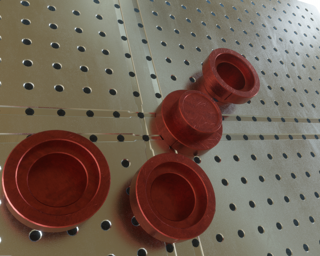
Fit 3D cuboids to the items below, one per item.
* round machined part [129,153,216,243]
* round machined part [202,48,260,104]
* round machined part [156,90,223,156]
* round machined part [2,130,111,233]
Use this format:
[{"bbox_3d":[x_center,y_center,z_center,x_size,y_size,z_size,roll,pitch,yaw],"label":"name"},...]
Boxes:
[{"bbox_3d":[0.011,0.081,0.355,0.099,0.042,0.098,14,56,-21],"label":"round machined part"},{"bbox_3d":[0.111,-0.080,0.508,0.099,0.042,0.098,14,56,-21],"label":"round machined part"},{"bbox_3d":[0.047,-0.014,0.433,0.099,0.042,0.098,14,56,-21],"label":"round machined part"},{"bbox_3d":[-0.103,0.054,0.309,0.099,0.042,0.098,14,56,-21],"label":"round machined part"}]
